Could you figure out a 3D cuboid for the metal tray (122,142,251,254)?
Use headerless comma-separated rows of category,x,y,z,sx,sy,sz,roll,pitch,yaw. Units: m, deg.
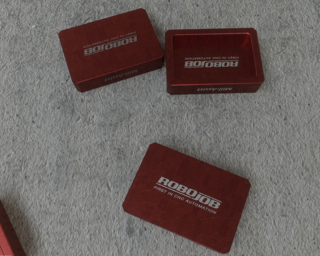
metal tray,0.032,0.083,0.375,0.130,0.030,0.090,22,71,7

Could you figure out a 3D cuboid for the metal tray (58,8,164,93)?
metal tray,-0.069,-0.113,0.446,0.131,0.030,0.090,-19,71,-7

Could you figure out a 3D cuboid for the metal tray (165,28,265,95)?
metal tray,0.074,-0.095,0.440,0.131,0.030,0.090,-2,70,-1

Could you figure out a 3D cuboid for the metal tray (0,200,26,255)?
metal tray,-0.232,0.149,0.349,0.131,0.030,0.090,-31,73,-11
